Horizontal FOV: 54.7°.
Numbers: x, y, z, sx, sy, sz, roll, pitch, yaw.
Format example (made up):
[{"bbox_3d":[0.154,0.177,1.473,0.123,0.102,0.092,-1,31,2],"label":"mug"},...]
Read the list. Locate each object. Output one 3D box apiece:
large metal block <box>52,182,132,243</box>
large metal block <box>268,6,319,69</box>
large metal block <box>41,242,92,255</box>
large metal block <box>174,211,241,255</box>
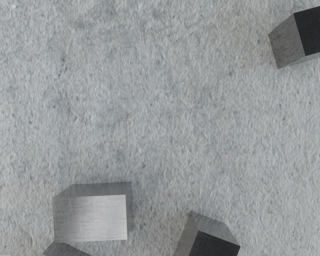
[{"bbox_3d":[-0.078,0.100,0.382,0.081,0.080,0.050,-2,90,-1],"label":"large metal block"},{"bbox_3d":[0.194,-0.115,0.385,0.080,0.080,0.050,-16,90,0],"label":"large metal block"},{"bbox_3d":[-0.123,0.204,0.396,0.080,0.050,0.080,26,90,-1],"label":"large metal block"},{"bbox_3d":[0.052,0.159,0.383,0.050,0.080,0.080,21,90,-1],"label":"large metal block"}]
